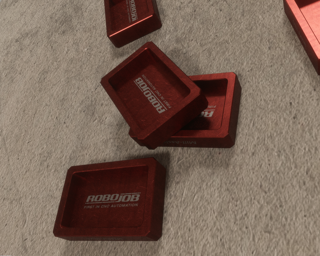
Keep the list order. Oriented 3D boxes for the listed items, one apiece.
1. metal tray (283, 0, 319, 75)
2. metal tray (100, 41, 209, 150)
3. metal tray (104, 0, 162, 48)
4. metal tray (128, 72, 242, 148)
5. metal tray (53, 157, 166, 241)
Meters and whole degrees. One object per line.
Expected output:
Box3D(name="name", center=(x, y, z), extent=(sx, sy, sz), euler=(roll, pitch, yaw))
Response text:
Box3D(name="metal tray", center=(0.213, -0.131, 0.369), extent=(0.090, 0.030, 0.130), euler=(-19, 54, 17))
Box3D(name="metal tray", center=(-0.012, -0.046, 0.394), extent=(0.090, 0.030, 0.130), euler=(-39, 51, 1))
Box3D(name="metal tray", center=(-0.052, -0.212, 0.556), extent=(0.090, 0.030, 0.130), euler=(-21, 54, 15))
Box3D(name="metal tray", center=(0.032, -0.022, 0.396), extent=(0.130, 0.030, 0.090), euler=(0, 61, 27))
Box3D(name="metal tray", center=(-0.060, 0.088, 0.376), extent=(0.130, 0.030, 0.090), euler=(-9, 58, 23))
